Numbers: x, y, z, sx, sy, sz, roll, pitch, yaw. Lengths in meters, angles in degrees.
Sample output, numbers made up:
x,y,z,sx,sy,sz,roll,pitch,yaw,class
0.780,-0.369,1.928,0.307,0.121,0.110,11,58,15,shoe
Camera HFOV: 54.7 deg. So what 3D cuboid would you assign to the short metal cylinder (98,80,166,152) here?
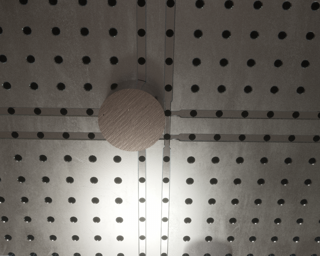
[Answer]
x,y,z,sx,sy,sz,roll,pitch,yaw,class
-0.034,-0.017,0.393,0.081,0.050,0.079,0,110,-1,short metal cylinder
